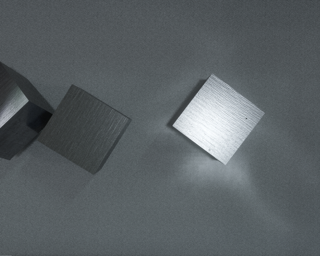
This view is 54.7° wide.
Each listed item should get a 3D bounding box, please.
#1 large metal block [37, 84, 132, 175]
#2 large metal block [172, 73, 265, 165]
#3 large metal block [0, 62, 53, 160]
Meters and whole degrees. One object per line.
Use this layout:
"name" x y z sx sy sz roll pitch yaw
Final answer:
"large metal block" -0.093 0.002 0.398 0.080 0.050 0.080 32 90 -1
"large metal block" 0.071 -0.011 0.400 0.080 0.050 0.080 37 90 -1
"large metal block" -0.192 -0.021 0.381 0.080 0.050 0.080 -44 65 0
